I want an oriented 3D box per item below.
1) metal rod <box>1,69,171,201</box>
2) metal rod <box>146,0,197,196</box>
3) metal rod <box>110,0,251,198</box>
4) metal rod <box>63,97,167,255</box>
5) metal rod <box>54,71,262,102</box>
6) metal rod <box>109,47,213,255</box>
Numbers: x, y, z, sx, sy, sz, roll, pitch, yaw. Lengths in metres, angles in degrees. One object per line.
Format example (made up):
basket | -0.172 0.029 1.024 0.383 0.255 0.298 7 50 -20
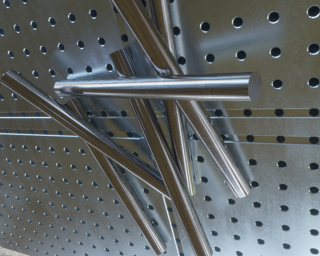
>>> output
metal rod | -0.090 0.016 0.444 0.301 0.025 0.025 36 129 -6
metal rod | 0.016 -0.041 0.378 0.025 0.025 0.298 4 120 26
metal rod | 0.029 -0.033 0.351 0.025 0.025 0.300 -18 117 35
metal rod | -0.067 0.086 0.500 0.025 0.025 0.299 -16 110 34
metal rod | -0.033 -0.046 0.352 0.300 0.025 0.025 6 123 42
metal rod | 0.005 0.042 0.407 0.025 0.025 0.299 -16 102 34
